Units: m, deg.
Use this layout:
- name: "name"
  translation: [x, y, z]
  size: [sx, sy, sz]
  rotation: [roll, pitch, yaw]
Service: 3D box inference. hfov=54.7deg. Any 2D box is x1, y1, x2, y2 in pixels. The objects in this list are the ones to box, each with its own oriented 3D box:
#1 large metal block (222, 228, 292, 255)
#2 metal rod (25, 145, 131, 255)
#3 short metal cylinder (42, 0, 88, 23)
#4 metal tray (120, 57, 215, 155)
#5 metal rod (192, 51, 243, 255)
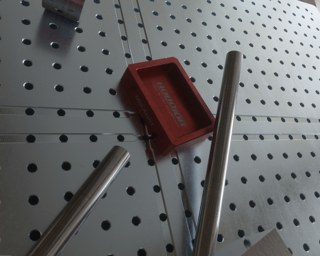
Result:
- name: "large metal block"
  translation: [0.113, 0.173, 0.349]
  size: [0.081, 0.050, 0.080]
  rotation: [-19, 72, -36]
- name: "metal rod"
  translation: [-0.113, 0.125, 0.271]
  size: [0.025, 0.025, 0.301]
  rotation: [38, 51, -3]
- name: "short metal cylinder"
  translation: [-0.123, -0.193, 0.426]
  size: [0.050, 0.080, 0.080]
  rotation: [20, 54, -17]
- name: "metal tray"
  translation: [0.014, -0.035, 0.435]
  size: [0.091, 0.030, 0.130]
  rotation: [-19, 72, -36]
- name: "metal rod"
  translation: [0.080, 0.022, 0.407]
  size: [0.025, 0.025, 0.300]
  rotation: [22, 64, -16]
